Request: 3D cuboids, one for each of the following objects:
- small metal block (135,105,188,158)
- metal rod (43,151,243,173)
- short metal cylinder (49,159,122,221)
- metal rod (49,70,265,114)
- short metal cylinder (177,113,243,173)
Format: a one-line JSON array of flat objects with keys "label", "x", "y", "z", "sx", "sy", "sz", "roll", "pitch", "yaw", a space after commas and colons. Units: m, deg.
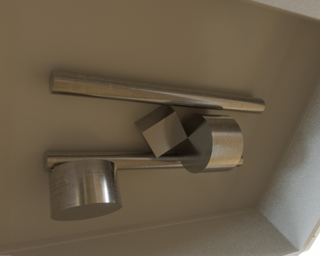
[{"label": "small metal block", "x": 0.002, "y": 0.004, "z": 0.412, "sx": 0.050, "sy": 0.025, "sz": 0.050, "roll": -33, "pitch": 129, "yaw": -7}, {"label": "metal rod", "x": -0.002, "y": 0.045, "z": 0.435, "sx": 0.303, "sy": 0.025, "sz": 0.025, "roll": 3, "pitch": 117, "yaw": -30}, {"label": "short metal cylinder", "x": -0.088, "y": 0.075, "z": 0.367, "sx": 0.081, "sy": 0.050, "sz": 0.080, "roll": -10, "pitch": 155, "yaw": -5}, {"label": "metal rod", "x": 0.019, "y": -0.040, "z": 0.393, "sx": 0.303, "sy": 0.025, "sz": 0.025, "roll": 3, "pitch": 117, "yaw": -30}, {"label": "short metal cylinder", "x": 0.066, "y": 0.021, "z": 0.422, "sx": 0.050, "sy": 0.080, "sz": 0.079, "roll": 2, "pitch": 118, "yaw": -30}]
